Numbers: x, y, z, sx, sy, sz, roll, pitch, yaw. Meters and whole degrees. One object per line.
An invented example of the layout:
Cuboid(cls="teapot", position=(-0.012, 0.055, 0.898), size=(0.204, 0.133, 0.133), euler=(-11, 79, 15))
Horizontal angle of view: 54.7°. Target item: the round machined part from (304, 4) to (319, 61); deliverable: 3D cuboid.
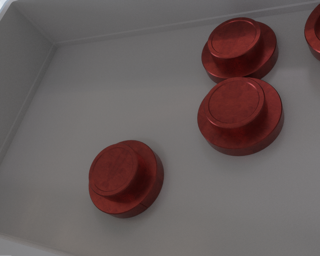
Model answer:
Cuboid(cls="round machined part", position=(0.216, -0.106, 0.339), size=(0.098, 0.042, 0.098), euler=(-20, 52, 29))

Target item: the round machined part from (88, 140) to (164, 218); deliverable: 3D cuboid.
Cuboid(cls="round machined part", position=(-0.048, 0.058, 0.385), size=(0.098, 0.042, 0.098), euler=(-13, 56, 21))

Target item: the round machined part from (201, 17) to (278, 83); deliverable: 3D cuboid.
Cuboid(cls="round machined part", position=(0.101, -0.106, 0.407), size=(0.098, 0.042, 0.098), euler=(-13, 56, 21))

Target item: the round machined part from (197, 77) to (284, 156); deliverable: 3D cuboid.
Cuboid(cls="round machined part", position=(0.090, -0.020, 0.360), size=(0.098, 0.042, 0.098), euler=(-13, 56, 21))
